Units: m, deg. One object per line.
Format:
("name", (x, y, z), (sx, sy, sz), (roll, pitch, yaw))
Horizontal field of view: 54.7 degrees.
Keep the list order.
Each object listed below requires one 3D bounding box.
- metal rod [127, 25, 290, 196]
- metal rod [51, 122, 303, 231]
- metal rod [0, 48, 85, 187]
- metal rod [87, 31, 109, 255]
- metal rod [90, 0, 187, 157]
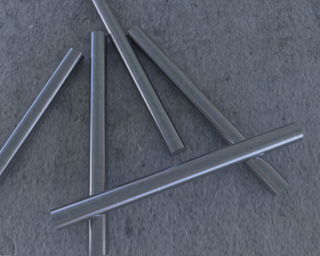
("metal rod", (0.055, -0.033, 0.420), (0.025, 0.025, 0.300), (-37, 75, -13))
("metal rod", (0.026, 0.053, 0.361), (0.302, 0.025, 0.025), (-19, 71, -7))
("metal rod", (-0.185, 0.020, 0.398), (0.025, 0.025, 0.300), (25, 72, 8))
("metal rod", (-0.081, 0.005, 0.405), (0.025, 0.025, 0.299), (-3, 70, -2))
("metal rod", (-0.042, -0.096, 0.442), (0.025, 0.025, 0.299), (-24, 72, -9))
